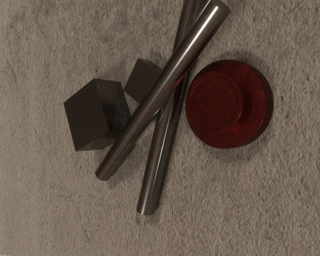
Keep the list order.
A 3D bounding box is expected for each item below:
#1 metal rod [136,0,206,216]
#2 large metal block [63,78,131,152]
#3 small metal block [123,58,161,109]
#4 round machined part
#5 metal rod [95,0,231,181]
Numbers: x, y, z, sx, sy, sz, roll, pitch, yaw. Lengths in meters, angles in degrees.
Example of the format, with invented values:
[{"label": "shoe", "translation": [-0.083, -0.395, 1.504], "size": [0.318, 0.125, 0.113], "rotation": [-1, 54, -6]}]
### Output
[{"label": "metal rod", "translation": [0.013, -0.031, 0.392], "size": [0.025, 0.025, 0.298], "rotation": [21, 103, 37]}, {"label": "large metal block", "translation": [-0.092, -0.017, 0.462], "size": [0.080, 0.050, 0.080], "rotation": [-28, 72, 36]}, {"label": "small metal block", "translation": [-0.016, -0.059, 0.416], "size": [0.050, 0.025, 0.050], "rotation": [41, 115, 32]}, {"label": "round machined part", "translation": [0.067, -0.026, 0.337], "size": [0.098, 0.042, 0.097], "rotation": [0, 90, 39]}, {"label": "metal rod", "translation": [-0.015, -0.023, 0.385], "size": [0.025, 0.025, 0.298], "rotation": [57, 131, 24]}]
